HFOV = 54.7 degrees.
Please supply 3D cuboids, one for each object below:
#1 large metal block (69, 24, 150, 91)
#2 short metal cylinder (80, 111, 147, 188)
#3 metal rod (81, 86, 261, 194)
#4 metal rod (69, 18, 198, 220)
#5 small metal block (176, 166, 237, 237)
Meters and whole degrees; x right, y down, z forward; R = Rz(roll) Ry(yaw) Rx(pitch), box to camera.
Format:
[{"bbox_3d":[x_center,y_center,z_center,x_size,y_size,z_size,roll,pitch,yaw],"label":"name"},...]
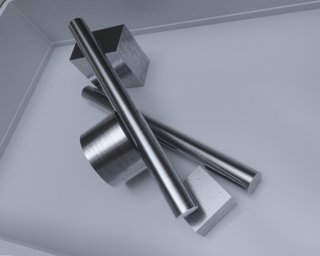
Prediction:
[{"bbox_3d":[-0.073,-0.102,0.469,0.080,0.080,0.050,-4,60,26],"label":"large metal block"},{"bbox_3d":[-0.051,0.025,0.377,0.050,0.080,0.080,-35,52,5],"label":"short metal cylinder"},{"bbox_3d":[-0.009,0.000,0.407,0.300,0.025,0.025,28,77,37],"label":"metal rod"},{"bbox_3d":[-0.045,-0.030,0.370,0.025,0.025,0.299,-35,64,5],"label":"metal rod"},{"bbox_3d":[0.044,0.078,0.332,0.050,0.025,0.050,-44,51,-3],"label":"small metal block"}]
